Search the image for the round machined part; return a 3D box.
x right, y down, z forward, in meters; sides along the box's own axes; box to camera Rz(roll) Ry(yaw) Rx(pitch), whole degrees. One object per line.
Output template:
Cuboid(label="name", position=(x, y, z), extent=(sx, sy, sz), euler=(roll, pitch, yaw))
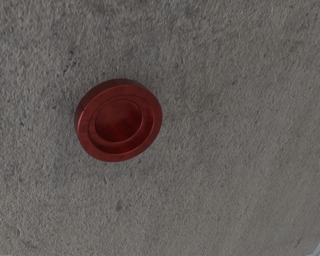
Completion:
Cuboid(label="round machined part", position=(-0.050, -0.012, 0.360), extent=(0.099, 0.042, 0.097), euler=(-14, 124, -21))
